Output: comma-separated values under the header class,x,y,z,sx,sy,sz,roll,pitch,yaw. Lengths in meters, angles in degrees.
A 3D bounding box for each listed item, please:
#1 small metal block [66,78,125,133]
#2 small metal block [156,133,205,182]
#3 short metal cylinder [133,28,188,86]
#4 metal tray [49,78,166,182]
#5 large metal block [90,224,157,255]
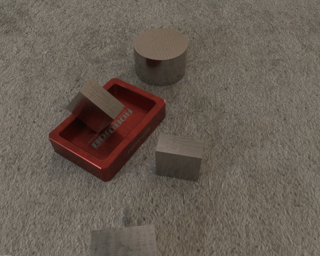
class,x,y,z,sx,sy,sz,roll,pitch,yaw
small metal block,-0.080,-0.026,0.378,0.050,0.050,0.025,41,53,-14
small metal block,0.022,0.035,0.358,0.050,0.050,0.025,9,51,7
short metal cylinder,0.001,-0.110,0.479,0.081,0.050,0.080,0,50,0
metal tray,-0.063,-0.004,0.402,0.090,0.030,0.131,27,55,20
large metal block,-0.025,0.136,0.253,0.050,0.080,0.080,-5,50,-4
